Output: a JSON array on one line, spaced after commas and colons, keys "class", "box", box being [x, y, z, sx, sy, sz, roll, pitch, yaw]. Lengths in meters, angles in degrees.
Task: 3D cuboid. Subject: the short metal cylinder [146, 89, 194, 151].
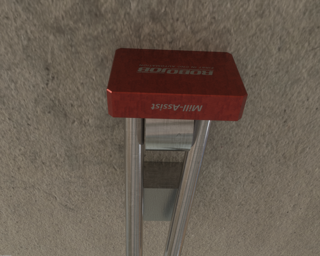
[{"class": "short metal cylinder", "box": [0.009, -0.013, 0.363, 0.050, 0.080, 0.079, 1, 130, -2]}]

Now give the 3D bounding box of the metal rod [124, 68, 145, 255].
[{"class": "metal rod", "box": [-0.034, 0.070, 0.408, 0.025, 0.025, 0.298, 1, 115, -2]}]

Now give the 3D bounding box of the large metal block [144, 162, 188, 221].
[{"class": "large metal block", "box": [0.001, 0.098, 0.473, 0.081, 0.050, 0.079, 1, 130, -2]}]

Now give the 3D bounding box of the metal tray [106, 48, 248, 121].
[{"class": "metal tray", "box": [0.016, -0.048, 0.325, 0.131, 0.090, 0.030, 2, 130, -2]}]

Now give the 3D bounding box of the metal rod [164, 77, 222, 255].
[{"class": "metal rod", "box": [0.037, 0.073, 0.410, 0.025, 0.025, 0.298, 6, 115, -6]}]
